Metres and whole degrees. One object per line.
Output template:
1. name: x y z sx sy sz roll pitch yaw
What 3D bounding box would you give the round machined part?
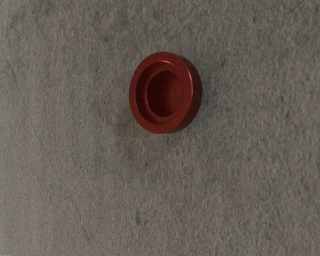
1. round machined part: 0.011 -0.042 0.383 0.098 0.042 0.097 0 90 39
